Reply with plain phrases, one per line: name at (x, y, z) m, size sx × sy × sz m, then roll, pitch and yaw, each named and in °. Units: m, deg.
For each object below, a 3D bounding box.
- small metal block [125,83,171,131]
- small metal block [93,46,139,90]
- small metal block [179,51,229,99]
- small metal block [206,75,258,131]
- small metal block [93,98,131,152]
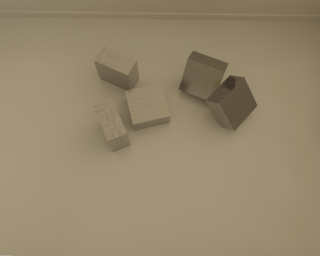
small metal block at (-0.017, -0.028, 0.420) m, size 0.050 × 0.025 × 0.050 m, roll -13°, pitch 71°, yaw -5°
small metal block at (-0.058, -0.079, 0.425) m, size 0.050 × 0.050 × 0.025 m, roll 25°, pitch 72°, yaw 8°
small metal block at (0.058, -0.069, 0.419) m, size 0.050 × 0.050 × 0.025 m, roll 22°, pitch 42°, yaw 8°
small metal block at (0.095, -0.033, 0.407) m, size 0.050 × 0.050 × 0.025 m, roll -45°, pitch 33°, yaw -15°
small metal block at (-0.060, -0.002, 0.397) m, size 0.025 × 0.050 × 0.050 m, roll -23°, pitch 72°, yaw -8°
